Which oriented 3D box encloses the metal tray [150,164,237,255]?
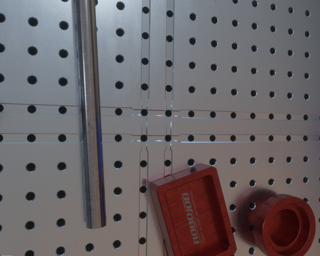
[{"bbox_3d":[0.047,0.125,0.427,0.091,0.030,0.129,-17,96,-19],"label":"metal tray"}]

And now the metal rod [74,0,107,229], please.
[{"bbox_3d":[-0.086,-0.028,0.380,0.025,0.025,0.298,-3,91,-20],"label":"metal rod"}]

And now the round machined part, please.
[{"bbox_3d":[0.183,0.149,0.471,0.099,0.042,0.097,0,90,-20],"label":"round machined part"}]
